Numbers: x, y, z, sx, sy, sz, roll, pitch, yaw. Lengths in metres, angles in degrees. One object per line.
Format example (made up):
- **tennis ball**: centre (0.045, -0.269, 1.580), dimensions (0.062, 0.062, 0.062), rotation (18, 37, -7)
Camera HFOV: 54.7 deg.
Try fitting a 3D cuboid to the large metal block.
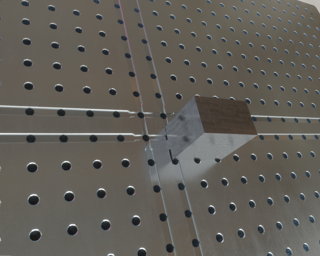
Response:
- **large metal block**: centre (0.064, 0.004, 0.407), dimensions (0.081, 0.080, 0.050), rotation (3, 61, -27)
